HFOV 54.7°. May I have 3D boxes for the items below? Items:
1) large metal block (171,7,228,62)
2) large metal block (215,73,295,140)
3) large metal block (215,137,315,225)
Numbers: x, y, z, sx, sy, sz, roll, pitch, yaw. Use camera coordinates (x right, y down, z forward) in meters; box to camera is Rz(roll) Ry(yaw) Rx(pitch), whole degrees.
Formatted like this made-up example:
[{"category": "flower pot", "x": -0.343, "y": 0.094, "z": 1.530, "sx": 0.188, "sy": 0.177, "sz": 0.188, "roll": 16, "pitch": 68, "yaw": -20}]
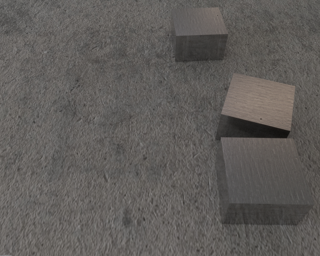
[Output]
[{"category": "large metal block", "x": 0.062, "y": -0.157, "z": 0.520, "sx": 0.081, "sy": 0.050, "sz": 0.080, "roll": -3, "pitch": 50, "yaw": -3}, {"category": "large metal block", "x": 0.124, "y": -0.020, "z": 0.404, "sx": 0.080, "sy": 0.050, "sz": 0.080, "roll": 15, "pitch": 52, "yaw": 12}, {"category": "large metal block", "x": 0.108, "y": 0.057, "z": 0.339, "sx": 0.080, "sy": 0.050, "sz": 0.080, "roll": 1, "pitch": 50, "yaw": 1}]
